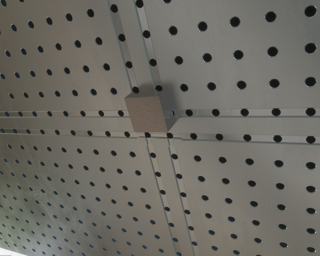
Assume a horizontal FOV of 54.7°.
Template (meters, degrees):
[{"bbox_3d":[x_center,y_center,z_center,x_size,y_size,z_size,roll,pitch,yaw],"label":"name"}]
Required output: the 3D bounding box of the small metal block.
[{"bbox_3d":[-0.013,-0.022,0.403,0.050,0.025,0.050,-1,118,28],"label":"small metal block"}]
